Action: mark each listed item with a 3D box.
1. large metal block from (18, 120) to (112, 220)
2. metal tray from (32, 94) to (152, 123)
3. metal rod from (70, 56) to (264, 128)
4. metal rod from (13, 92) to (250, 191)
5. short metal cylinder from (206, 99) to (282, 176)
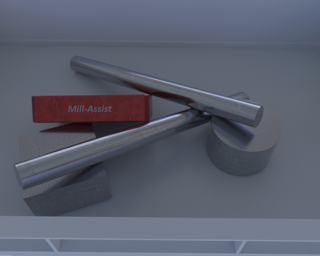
[{"bbox_3d":[-0.105,0.044,0.345,0.081,0.050,0.080,-15,52,-13],"label":"large metal block"},{"bbox_3d":[-0.077,-0.026,0.385,0.131,0.030,0.090,-1,6,1],"label":"metal tray"},{"bbox_3d":[-0.013,-0.057,0.413,0.300,0.025,0.025,21,52,31],"label":"metal rod"},{"bbox_3d":[-0.004,0.002,0.353,0.302,0.025,0.025,-19,52,-33],"label":"metal rod"},{"bbox_3d":[0.100,0.011,0.378,0.081,0.050,0.080,0,50,0],"label":"short metal cylinder"}]
